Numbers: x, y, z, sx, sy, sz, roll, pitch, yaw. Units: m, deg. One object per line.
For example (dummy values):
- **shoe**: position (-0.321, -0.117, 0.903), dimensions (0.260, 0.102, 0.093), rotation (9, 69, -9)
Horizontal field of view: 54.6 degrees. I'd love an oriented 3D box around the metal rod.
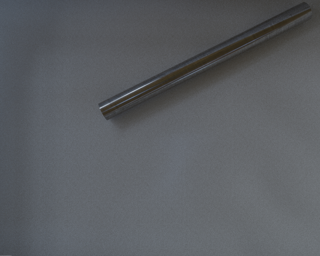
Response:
- **metal rod**: position (0.059, -0.088, 0.411), dimensions (0.301, 0.025, 0.025), rotation (-26, 90, 0)
